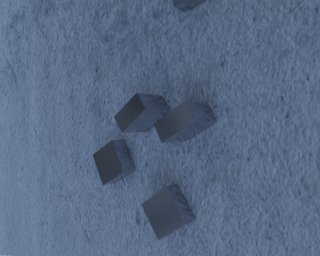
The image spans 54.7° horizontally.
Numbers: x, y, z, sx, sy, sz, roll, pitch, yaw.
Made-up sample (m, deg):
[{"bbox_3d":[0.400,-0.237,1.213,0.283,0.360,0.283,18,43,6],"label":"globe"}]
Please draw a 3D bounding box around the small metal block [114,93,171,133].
[{"bbox_3d":[-0.023,-0.019,0.405,0.050,0.050,0.025,-42,65,31],"label":"small metal block"}]

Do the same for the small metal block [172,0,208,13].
[{"bbox_3d":[0.039,-0.176,0.372,0.050,0.025,0.050,-18,79,38],"label":"small metal block"}]

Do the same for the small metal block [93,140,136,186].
[{"bbox_3d":[-0.068,0.051,0.459,0.050,0.025,0.050,-35,69,34],"label":"small metal block"}]

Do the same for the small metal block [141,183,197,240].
[{"bbox_3d":[0.010,0.106,0.395,0.050,0.025,0.050,-43,65,31],"label":"small metal block"}]

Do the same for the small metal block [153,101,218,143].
[{"bbox_3d":[0.030,-0.006,0.362,0.050,0.050,0.025,-35,69,34],"label":"small metal block"}]
